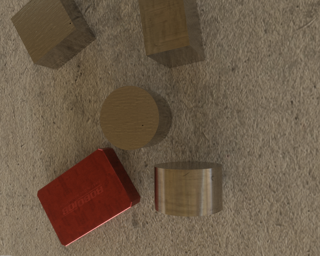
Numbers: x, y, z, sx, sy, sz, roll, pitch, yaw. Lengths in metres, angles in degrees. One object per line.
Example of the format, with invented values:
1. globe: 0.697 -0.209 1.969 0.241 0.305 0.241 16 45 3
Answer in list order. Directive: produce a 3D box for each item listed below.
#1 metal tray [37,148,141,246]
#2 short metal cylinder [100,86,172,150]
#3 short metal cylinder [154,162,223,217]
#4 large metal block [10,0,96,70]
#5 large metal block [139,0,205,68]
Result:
1. metal tray: -0.104 0.098 0.443 0.130 0.030 0.090 -34 79 16
2. short metal cylinder: -0.030 -0.013 0.406 0.080 0.050 0.080 0 90 20
3. short metal cylinder: 0.033 0.069 0.368 0.080 0.080 0.050 -1 90 20
4. large metal block: -0.154 -0.144 0.450 0.080 0.050 0.080 -33 80 17
5. large metal block: 0.016 -0.123 0.374 0.050 0.080 0.080 -9 87 20
